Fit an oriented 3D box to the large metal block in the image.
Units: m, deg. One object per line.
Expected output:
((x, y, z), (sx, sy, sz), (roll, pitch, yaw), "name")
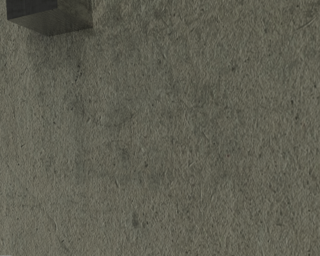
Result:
((-0.152, -0.170, 0.433), (0.080, 0.080, 0.050), (-4, 89, 20), "large metal block")
